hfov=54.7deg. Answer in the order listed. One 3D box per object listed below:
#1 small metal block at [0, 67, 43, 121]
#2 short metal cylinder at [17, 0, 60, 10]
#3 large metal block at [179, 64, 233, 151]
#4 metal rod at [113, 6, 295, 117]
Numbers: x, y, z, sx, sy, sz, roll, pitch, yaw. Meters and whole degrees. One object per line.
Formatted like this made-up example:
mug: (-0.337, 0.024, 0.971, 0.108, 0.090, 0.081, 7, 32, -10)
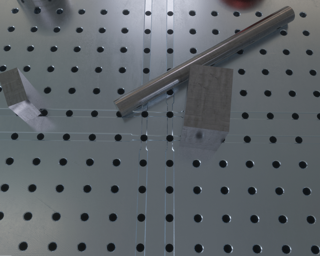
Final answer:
small metal block: (-0.185, -0.044, 0.413, 0.025, 0.050, 0.050, -23, 72, -8)
short metal cylinder: (-0.196, -0.233, 0.482, 0.081, 0.050, 0.080, 0, 70, 0)
large metal block: (0.056, -0.023, 0.391, 0.050, 0.080, 0.080, 8, 70, 3)
metal rod: (0.070, -0.101, 0.448, 0.301, 0.025, 0.025, -30, 73, -11)
